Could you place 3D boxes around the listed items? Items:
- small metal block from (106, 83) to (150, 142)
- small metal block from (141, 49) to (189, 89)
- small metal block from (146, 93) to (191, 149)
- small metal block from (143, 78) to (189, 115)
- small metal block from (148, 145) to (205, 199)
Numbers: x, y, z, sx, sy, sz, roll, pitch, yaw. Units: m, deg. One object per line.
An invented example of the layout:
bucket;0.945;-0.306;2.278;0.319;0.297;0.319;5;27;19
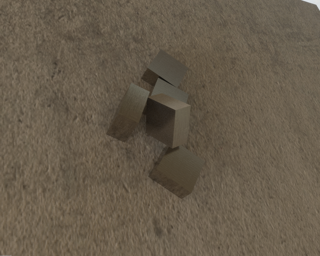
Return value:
small metal block;-0.039;-0.018;0.379;0.025;0.050;0.050;25;53;-12
small metal block;0.008;-0.081;0.459;0.050;0.025;0.050;34;51;-7
small metal block;0.009;-0.010;0.382;0.025;0.050;0.050;-19;34;-38
small metal block;0.008;-0.034;0.431;0.050;0.025;0.050;27;52;-11
small metal block;0.021;0.051;0.386;0.050;0.025;0.050;35;51;-6
